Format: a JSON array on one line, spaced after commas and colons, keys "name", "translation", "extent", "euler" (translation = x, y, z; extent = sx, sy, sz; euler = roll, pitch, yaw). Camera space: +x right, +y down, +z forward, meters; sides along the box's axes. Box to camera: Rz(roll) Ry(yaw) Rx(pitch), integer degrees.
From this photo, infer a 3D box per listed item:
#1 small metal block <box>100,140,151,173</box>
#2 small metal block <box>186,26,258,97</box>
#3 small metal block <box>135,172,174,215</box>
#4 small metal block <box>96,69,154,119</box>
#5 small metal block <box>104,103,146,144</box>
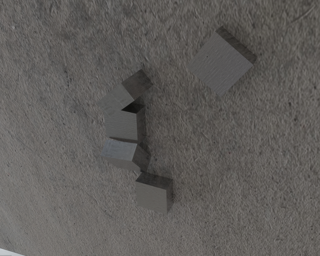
[{"name": "small metal block", "translation": [-0.048, 0.041, 0.441], "extent": [0.050, 0.025, 0.050], "euler": [6, 157, 25]}, {"name": "small metal block", "translation": [0.065, -0.070, 0.329], "extent": [0.050, 0.025, 0.050], "euler": [41, 129, -1]}, {"name": "small metal block", "translation": [-0.008, 0.099, 0.472], "extent": [0.050, 0.025, 0.050], "euler": [11, 123, 22]}, {"name": "small metal block", "translation": [-0.043, -0.043, 0.387], "extent": [0.050, 0.050, 0.025], "euler": [-30, 101, 37]}, {"name": "small metal block", "translation": [-0.048, -0.008, 0.427], "extent": [0.050, 0.025, 0.050], "euler": [13, 124, 21]}]
